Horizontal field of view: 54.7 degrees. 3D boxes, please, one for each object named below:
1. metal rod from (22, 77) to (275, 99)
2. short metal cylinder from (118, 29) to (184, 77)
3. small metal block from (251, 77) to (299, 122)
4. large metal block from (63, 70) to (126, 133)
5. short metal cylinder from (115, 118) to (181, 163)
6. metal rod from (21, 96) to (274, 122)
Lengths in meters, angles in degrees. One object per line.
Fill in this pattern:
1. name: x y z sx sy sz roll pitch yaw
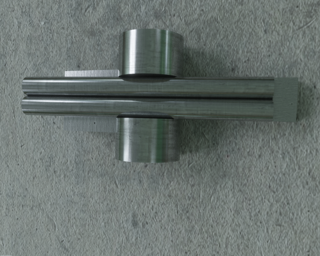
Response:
1. metal rod: -0.023 -0.049 0.371 0.301 0.025 0.025 2 91 12
2. short metal cylinder: -0.011 -0.086 0.385 0.080 0.080 0.050 2 91 20
3. small metal block: 0.133 -0.033 0.363 0.050 0.025 0.050 3 91 20
4. large metal block: -0.082 -0.035 0.426 0.080 0.050 0.080 2 91 20
5. short metal cylinder: -0.015 0.013 0.386 0.080 0.080 0.050 2 91 20
6. metal rod: -0.024 -0.024 0.371 0.301 0.025 0.025 2 91 12
